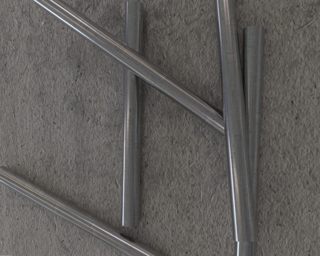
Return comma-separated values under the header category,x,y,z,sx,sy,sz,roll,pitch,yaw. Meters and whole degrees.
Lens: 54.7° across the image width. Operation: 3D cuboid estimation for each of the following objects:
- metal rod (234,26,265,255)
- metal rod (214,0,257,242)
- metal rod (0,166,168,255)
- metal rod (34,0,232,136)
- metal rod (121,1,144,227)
category,x,y,z,sx,sy,sz,roll,pitch,yaw
metal rod,0.106,0.031,0.371,0.025,0.025,0.298,2,91,20
metal rod,0.085,-0.027,0.358,0.025,0.025,0.298,-6,80,20
metal rod,-0.126,0.127,0.453,0.301,0.025,0.025,22,98,18
metal rod,-0.037,-0.087,0.395,0.300,0.025,0.025,36,102,6
metal rod,-0.038,-0.019,0.422,0.025,0.025,0.298,1,90,20
